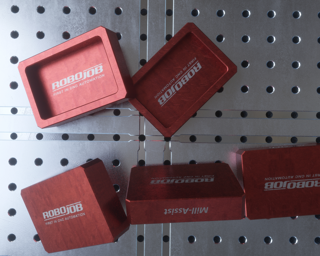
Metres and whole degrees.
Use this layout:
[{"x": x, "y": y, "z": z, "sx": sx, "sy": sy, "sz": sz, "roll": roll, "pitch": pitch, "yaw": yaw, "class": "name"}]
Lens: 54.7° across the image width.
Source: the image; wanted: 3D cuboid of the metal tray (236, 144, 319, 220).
[{"x": 0.173, "y": 0.069, "z": 0.413, "sx": 0.131, "sy": 0.030, "sz": 0.089, "roll": -4, "pitch": 90, "yaw": -1, "class": "metal tray"}]

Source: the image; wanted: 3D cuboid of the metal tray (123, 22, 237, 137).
[{"x": 0.024, "y": -0.062, "z": 0.411, "sx": 0.130, "sy": 0.030, "sz": 0.090, "roll": -45, "pitch": 91, "yaw": 0, "class": "metal tray"}]

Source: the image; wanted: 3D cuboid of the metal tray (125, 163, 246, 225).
[{"x": 0.028, "y": 0.077, "z": 0.378, "sx": 0.131, "sy": 0.090, "sz": 0.030, "roll": -2, "pitch": 107, "yaw": -1, "class": "metal tray"}]

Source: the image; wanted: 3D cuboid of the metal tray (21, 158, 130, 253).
[{"x": -0.107, "y": 0.098, "z": 0.376, "sx": 0.130, "sy": 0.030, "sz": 0.090, "roll": -23, "pitch": 91, "yaw": 33, "class": "metal tray"}]

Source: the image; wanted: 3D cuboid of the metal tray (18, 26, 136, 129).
[{"x": -0.106, "y": -0.061, "z": 0.391, "sx": 0.130, "sy": 0.030, "sz": 0.090, "roll": -18, "pitch": 90, "yaw": 16, "class": "metal tray"}]
